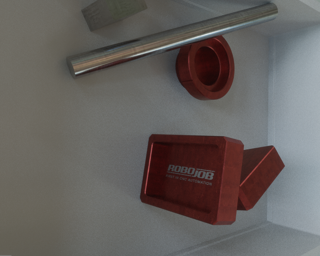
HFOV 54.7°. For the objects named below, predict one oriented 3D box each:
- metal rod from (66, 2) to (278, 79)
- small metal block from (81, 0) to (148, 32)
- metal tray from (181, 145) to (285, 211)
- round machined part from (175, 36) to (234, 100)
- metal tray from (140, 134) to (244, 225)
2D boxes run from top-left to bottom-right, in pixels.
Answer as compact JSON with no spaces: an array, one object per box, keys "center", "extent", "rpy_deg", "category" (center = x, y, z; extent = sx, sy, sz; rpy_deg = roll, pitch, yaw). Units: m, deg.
[{"center":[0.033,-0.116,0.390],"extent":[0.302,0.025,0.025],"rpy_deg":[-22,105,-23],"category":"metal rod"},{"center":[-0.051,-0.134,0.348],"extent":[0.050,0.050,0.025],"rpy_deg":[-35,112,-35],"category":"small metal block"},{"center":[0.085,0.067,0.409],"extent":[0.091,0.130,0.030],"rpy_deg":[-37,100,-34],"category":"metal tray"},{"center":[0.061,-0.088,0.449],"extent":[0.099,0.042,0.097],"rpy_deg":[0,90,-40],"category":"round machined part"},{"center":[0.032,0.055,0.367],"extent":[0.030,0.130,0.090],"rpy_deg":[14,81,-39],"category":"metal tray"}]
